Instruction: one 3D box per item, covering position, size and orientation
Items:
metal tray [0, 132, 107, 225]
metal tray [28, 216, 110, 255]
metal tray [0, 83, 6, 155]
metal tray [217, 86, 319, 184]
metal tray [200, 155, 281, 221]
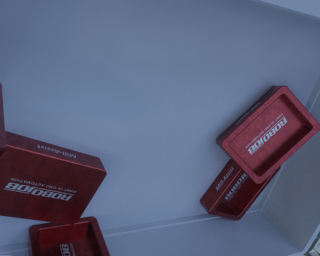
[{"bbox_3d":[-0.142,0.064,0.368,0.131,0.030,0.090,22,106,-36],"label":"metal tray"},{"bbox_3d":[-0.110,0.172,0.387,0.091,0.130,0.030,-1,119,-28],"label":"metal tray"},{"bbox_3d":[-0.168,-0.026,0.233,0.030,0.130,0.090,-47,129,4],"label":"metal tray"},{"bbox_3d":[0.163,0.010,0.472,0.130,0.030,0.090,-43,98,1],"label":"metal tray"},{"bbox_3d":[0.141,0.098,0.542,0.090,0.030,0.129,24,106,-37],"label":"metal tray"}]
